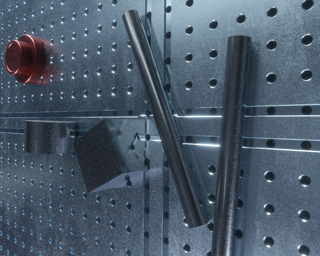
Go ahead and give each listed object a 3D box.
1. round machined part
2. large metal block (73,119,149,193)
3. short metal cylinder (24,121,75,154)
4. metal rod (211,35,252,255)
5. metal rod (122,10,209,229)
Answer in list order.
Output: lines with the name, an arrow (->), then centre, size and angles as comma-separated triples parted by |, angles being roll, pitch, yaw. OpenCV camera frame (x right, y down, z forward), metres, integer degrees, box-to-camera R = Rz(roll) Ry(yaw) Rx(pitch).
round machined part -> -0.275, -0.138, 0.621 | 0.098, 0.042, 0.097 | 0, 90, 39
large metal block -> -0.073, 0.040, 0.451 | 0.080, 0.050, 0.080 | -33, 70, 35
short metal cylinder -> -0.185, 0.014, 0.523 | 0.080, 0.081, 0.050 | 5, 93, 39
metal rod -> 0.077, 0.051, 0.344 | 0.025, 0.025, 0.298 | 6, 94, 39
metal rod -> 0.002, -0.022, 0.405 | 0.025, 0.025, 0.299 | -28, 73, 36
